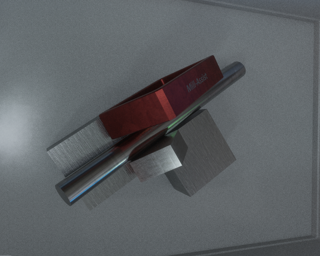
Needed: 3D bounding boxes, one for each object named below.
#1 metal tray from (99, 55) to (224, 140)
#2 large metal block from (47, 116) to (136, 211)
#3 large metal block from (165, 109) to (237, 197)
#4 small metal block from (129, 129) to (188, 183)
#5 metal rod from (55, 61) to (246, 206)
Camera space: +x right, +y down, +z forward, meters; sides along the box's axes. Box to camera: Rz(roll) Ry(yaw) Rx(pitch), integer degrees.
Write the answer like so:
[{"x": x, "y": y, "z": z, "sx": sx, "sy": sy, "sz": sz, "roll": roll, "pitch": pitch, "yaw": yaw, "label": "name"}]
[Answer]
[{"x": 0.006, "y": -0.037, "z": 0.349, "sx": 0.131, "sy": 0.090, "sz": 0.030, "roll": -40, "pitch": 107, "yaw": -49, "label": "metal tray"}, {"x": -0.075, "y": 0.036, "z": 0.367, "sx": 0.080, "sy": 0.050, "sz": 0.080, "roll": -35, "pitch": 102, "yaw": -17, "label": "large metal block"}, {"x": 0.040, "y": 0.031, "z": 0.412, "sx": 0.080, "sy": 0.050, "sz": 0.080, "roll": -35, "pitch": 102, "yaw": -17, "label": "large metal block"}, {"x": 0.000, "y": 0.030, "z": 0.345, "sx": 0.050, "sy": 0.050, "sz": 0.025, "roll": -25, "pitch": 101, "yaw": 19, "label": "small metal block"}, {"x": 0.011, "y": -0.011, "z": 0.375, "sx": 0.302, "sy": 0.025, "sz": 0.025, "roll": -36, "pitch": 102, "yaw": -32, "label": "metal rod"}]
